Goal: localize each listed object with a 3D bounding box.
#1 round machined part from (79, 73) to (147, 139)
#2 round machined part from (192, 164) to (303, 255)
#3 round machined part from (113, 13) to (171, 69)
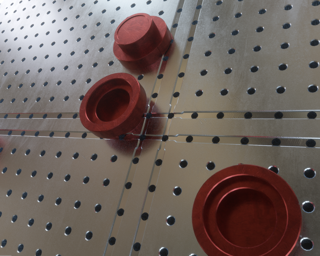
[{"bbox_3d":[-0.063,-0.028,0.446,0.098,0.042,0.098,-13,56,20],"label":"round machined part"},{"bbox_3d":[0.084,0.088,0.299,0.098,0.042,0.098,-13,56,20],"label":"round machined part"},{"bbox_3d":[-0.035,-0.148,0.505,0.098,0.042,0.098,-13,56,20],"label":"round machined part"}]
